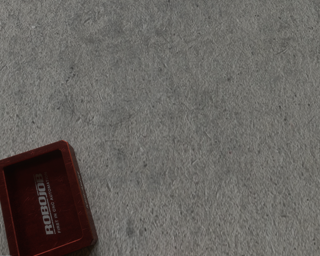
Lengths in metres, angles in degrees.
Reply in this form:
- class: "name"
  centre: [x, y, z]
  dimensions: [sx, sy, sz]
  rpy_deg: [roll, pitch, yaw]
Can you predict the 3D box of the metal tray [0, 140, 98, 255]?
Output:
- class: "metal tray"
  centre: [-0.137, 0.089, 0.371]
  dimensions: [0.091, 0.030, 0.130]
  rpy_deg: [-19, 71, -7]
